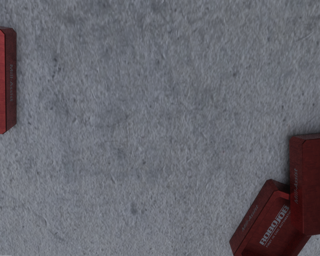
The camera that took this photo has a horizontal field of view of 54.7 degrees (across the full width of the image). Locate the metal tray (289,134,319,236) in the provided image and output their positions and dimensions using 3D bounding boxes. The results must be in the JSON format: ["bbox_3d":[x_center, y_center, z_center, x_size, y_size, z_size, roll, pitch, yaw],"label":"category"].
[{"bbox_3d":[0.225,0.073,0.416,0.091,0.030,0.129,-6,98,-8],"label":"metal tray"}]

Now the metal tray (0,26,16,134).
[{"bbox_3d":[-0.229,-0.062,0.381,0.091,0.030,0.129,8,110,-4],"label":"metal tray"}]

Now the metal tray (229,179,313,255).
[{"bbox_3d":[0.175,0.150,0.464,0.090,0.030,0.129,21,109,-8],"label":"metal tray"}]
